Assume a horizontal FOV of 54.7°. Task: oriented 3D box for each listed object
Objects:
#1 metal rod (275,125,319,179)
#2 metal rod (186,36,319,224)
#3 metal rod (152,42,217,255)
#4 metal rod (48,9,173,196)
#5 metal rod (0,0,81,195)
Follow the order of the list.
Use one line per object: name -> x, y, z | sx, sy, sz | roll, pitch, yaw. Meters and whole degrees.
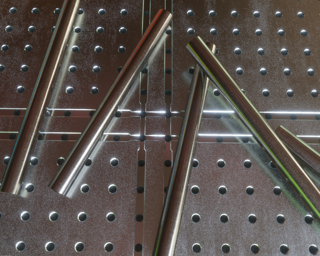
metal rod -> 0.264, 0.099, 0.378 | 0.300, 0.025, 0.025 | 40, 75, 13
metal rod -> 0.130, 0.004, 0.396 | 0.025, 0.025, 0.299 | -33, 79, -11
metal rod -> 0.036, 0.018, 0.405 | 0.025, 0.025, 0.299 | 13, 70, 4
metal rod -> -0.060, -0.047, 0.428 | 0.025, 0.025, 0.300 | 26, 72, 8
metal rod -> -0.160, -0.058, 0.430 | 0.025, 0.025, 0.299 | 9, 70, 3
